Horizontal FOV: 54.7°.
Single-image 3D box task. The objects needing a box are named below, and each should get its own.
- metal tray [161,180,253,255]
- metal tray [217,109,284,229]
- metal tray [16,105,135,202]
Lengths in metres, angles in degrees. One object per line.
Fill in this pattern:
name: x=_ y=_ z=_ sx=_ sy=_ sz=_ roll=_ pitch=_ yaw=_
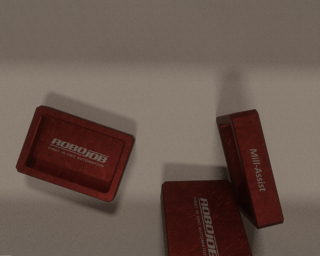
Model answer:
metal tray: x=0.051 y=0.123 z=0.363 sx=0.091 sy=0.130 sz=0.030 roll=0 pitch=134 yaw=-6
metal tray: x=0.106 y=0.045 z=0.380 sx=0.030 sy=0.090 sz=0.129 roll=-14 pitch=90 yaw=0
metal tray: x=-0.108 y=0.033 z=0.407 sx=0.131 sy=0.030 sz=0.090 roll=19 pitch=90 yaw=-1
